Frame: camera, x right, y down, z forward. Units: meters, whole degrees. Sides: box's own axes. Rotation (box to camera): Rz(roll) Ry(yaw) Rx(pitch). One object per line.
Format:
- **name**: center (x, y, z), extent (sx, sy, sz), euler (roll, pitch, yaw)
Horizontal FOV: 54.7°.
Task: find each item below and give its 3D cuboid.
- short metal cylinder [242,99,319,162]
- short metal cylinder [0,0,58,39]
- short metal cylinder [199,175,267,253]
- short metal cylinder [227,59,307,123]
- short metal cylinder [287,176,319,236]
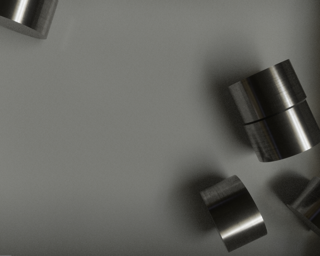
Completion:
- **short metal cylinder**: center (0.151, 0.003, 0.386), extent (0.080, 0.080, 0.050), euler (-25, 90, 0)
- **short metal cylinder**: center (-0.173, -0.149, 0.382), extent (0.080, 0.080, 0.050), euler (17, 90, -1)
- **short metal cylinder**: center (0.089, 0.105, 0.385), extent (0.050, 0.080, 0.080), euler (-25, 90, 0)
- **short metal cylinder**: center (0.132, -0.045, 0.386), extent (0.080, 0.080, 0.050), euler (-25, 90, 0)
- **short metal cylinder**: center (0.209, 0.107, 0.387), extent (0.080, 0.080, 0.050), euler (44, 90, -1)
